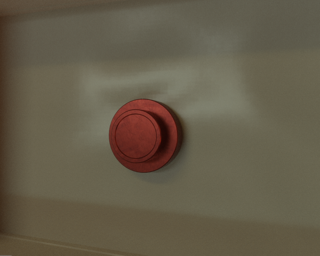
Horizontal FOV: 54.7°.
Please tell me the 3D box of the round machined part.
[{"bbox_3d":[-0.024,0.010,0.405,0.098,0.042,0.097,0,90,19],"label":"round machined part"}]
